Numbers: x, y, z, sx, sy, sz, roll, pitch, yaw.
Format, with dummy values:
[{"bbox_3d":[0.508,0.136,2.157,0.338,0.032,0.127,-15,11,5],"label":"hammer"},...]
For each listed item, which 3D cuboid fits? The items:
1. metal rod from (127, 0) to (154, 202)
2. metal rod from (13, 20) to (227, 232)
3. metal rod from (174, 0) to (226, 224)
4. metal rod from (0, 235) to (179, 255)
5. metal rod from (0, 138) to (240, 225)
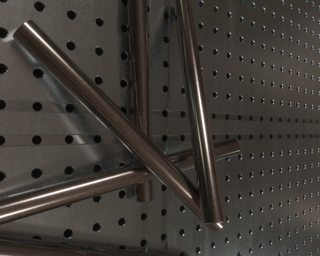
[{"bbox_3d":[-0.025,-0.058,0.389,0.025,0.025,0.298,-4,93,-40],"label":"metal rod"},{"bbox_3d":[-0.032,0.009,0.335,0.300,0.025,0.025,46,61,-14],"label":"metal rod"},{"bbox_3d":[0.045,-0.037,0.385,0.025,0.025,0.299,13,62,-40],"label":"metal rod"},{"bbox_3d":[-0.052,0.156,0.367,0.302,0.025,0.025,25,74,-38],"label":"metal rod"},{"bbox_3d":[-0.024,0.052,0.361,0.303,0.025,0.025,-11,98,-31],"label":"metal rod"}]
